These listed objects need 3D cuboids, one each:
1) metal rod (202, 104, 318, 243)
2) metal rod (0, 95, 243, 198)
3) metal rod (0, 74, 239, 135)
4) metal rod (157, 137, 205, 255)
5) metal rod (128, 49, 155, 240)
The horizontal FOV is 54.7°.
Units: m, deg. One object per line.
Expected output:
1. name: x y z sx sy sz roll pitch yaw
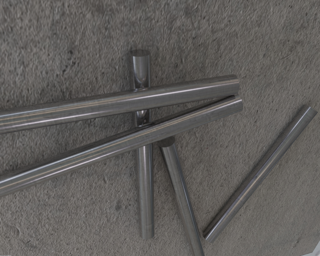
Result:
1. metal rod: 0.174 0.087 0.555 0.025 0.025 0.299 26 104 -37
2. metal rod: -0.044 0.018 0.365 0.302 0.025 0.025 -20 127 -7
3. metal rod: -0.056 -0.025 0.334 0.302 0.025 0.025 -11 123 -14
4. metal rod: 0.042 0.133 0.511 0.025 0.025 0.298 -26 128 -13
5. metal rod: -0.022 0.043 0.421 0.025 0.025 0.298 -14 124 -21
